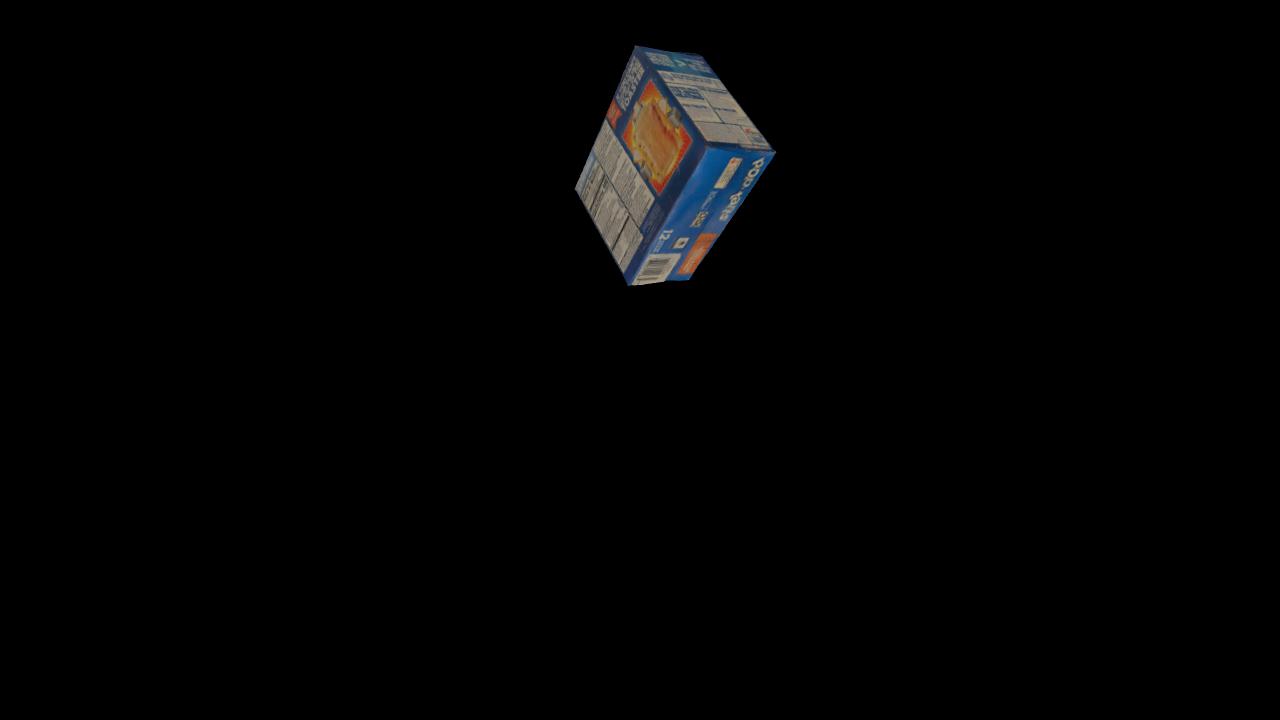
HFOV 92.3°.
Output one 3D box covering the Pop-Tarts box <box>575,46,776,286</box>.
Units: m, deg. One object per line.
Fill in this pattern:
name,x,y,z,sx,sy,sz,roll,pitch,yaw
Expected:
Pop-Tarts box,0.024,-0.180,0.592,0.083,0.141,0.167,-9,-31,-35
